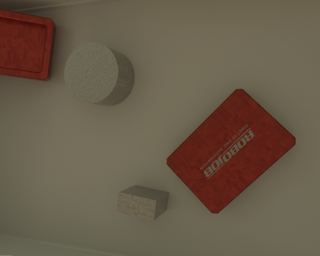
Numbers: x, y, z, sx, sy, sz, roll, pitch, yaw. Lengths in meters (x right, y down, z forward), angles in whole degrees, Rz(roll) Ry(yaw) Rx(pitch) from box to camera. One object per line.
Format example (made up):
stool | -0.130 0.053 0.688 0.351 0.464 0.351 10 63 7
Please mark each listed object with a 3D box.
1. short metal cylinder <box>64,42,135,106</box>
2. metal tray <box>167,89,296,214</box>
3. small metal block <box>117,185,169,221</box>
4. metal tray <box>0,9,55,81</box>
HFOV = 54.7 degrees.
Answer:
short metal cylinder | -0.082 -0.072 0.425 0.080 0.050 0.079 0 90 19
metal tray | 0.084 0.028 0.378 0.130 0.030 0.090 -46 76 13
small metal block | -0.021 0.096 0.404 0.050 0.050 0.025 8 93 19
metal tray | -0.225 -0.122 0.449 0.131 0.030 0.089 7 93 -15
